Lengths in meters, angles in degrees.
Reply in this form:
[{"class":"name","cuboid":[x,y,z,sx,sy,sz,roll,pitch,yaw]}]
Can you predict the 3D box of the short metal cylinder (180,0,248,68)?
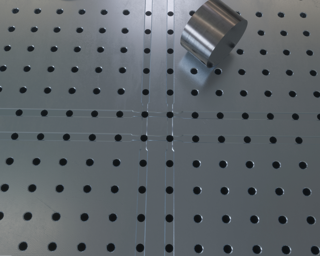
[{"class":"short metal cylinder","cuboid":[0.075,-0.130,0.431,0.080,0.080,0.050,-42,76,-14]}]
